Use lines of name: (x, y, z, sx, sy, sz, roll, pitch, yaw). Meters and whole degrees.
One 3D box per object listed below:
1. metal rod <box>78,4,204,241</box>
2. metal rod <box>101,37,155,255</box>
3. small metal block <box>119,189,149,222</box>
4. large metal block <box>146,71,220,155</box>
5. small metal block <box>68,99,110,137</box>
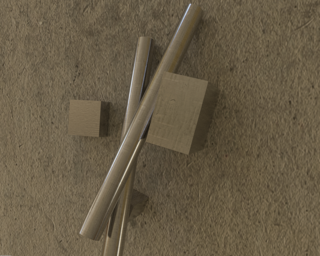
metal rod: (-0.017, -0.016, 0.367, 0.025, 0.025, 0.299, 21, 79, 18)
metal rod: (-0.039, 0.028, 0.384, 0.025, 0.025, 0.299, 4, 77, 19)
small metal block: (-0.050, 0.097, 0.412, 0.050, 0.050, 0.025, 25, 98, 18)
large metal block: (0.031, -0.017, 0.368, 0.050, 0.080, 0.079, 16, 96, 19)
small metal block: (-0.102, -0.014, 0.443, 0.050, 0.025, 0.050, 4, 91, 19)
